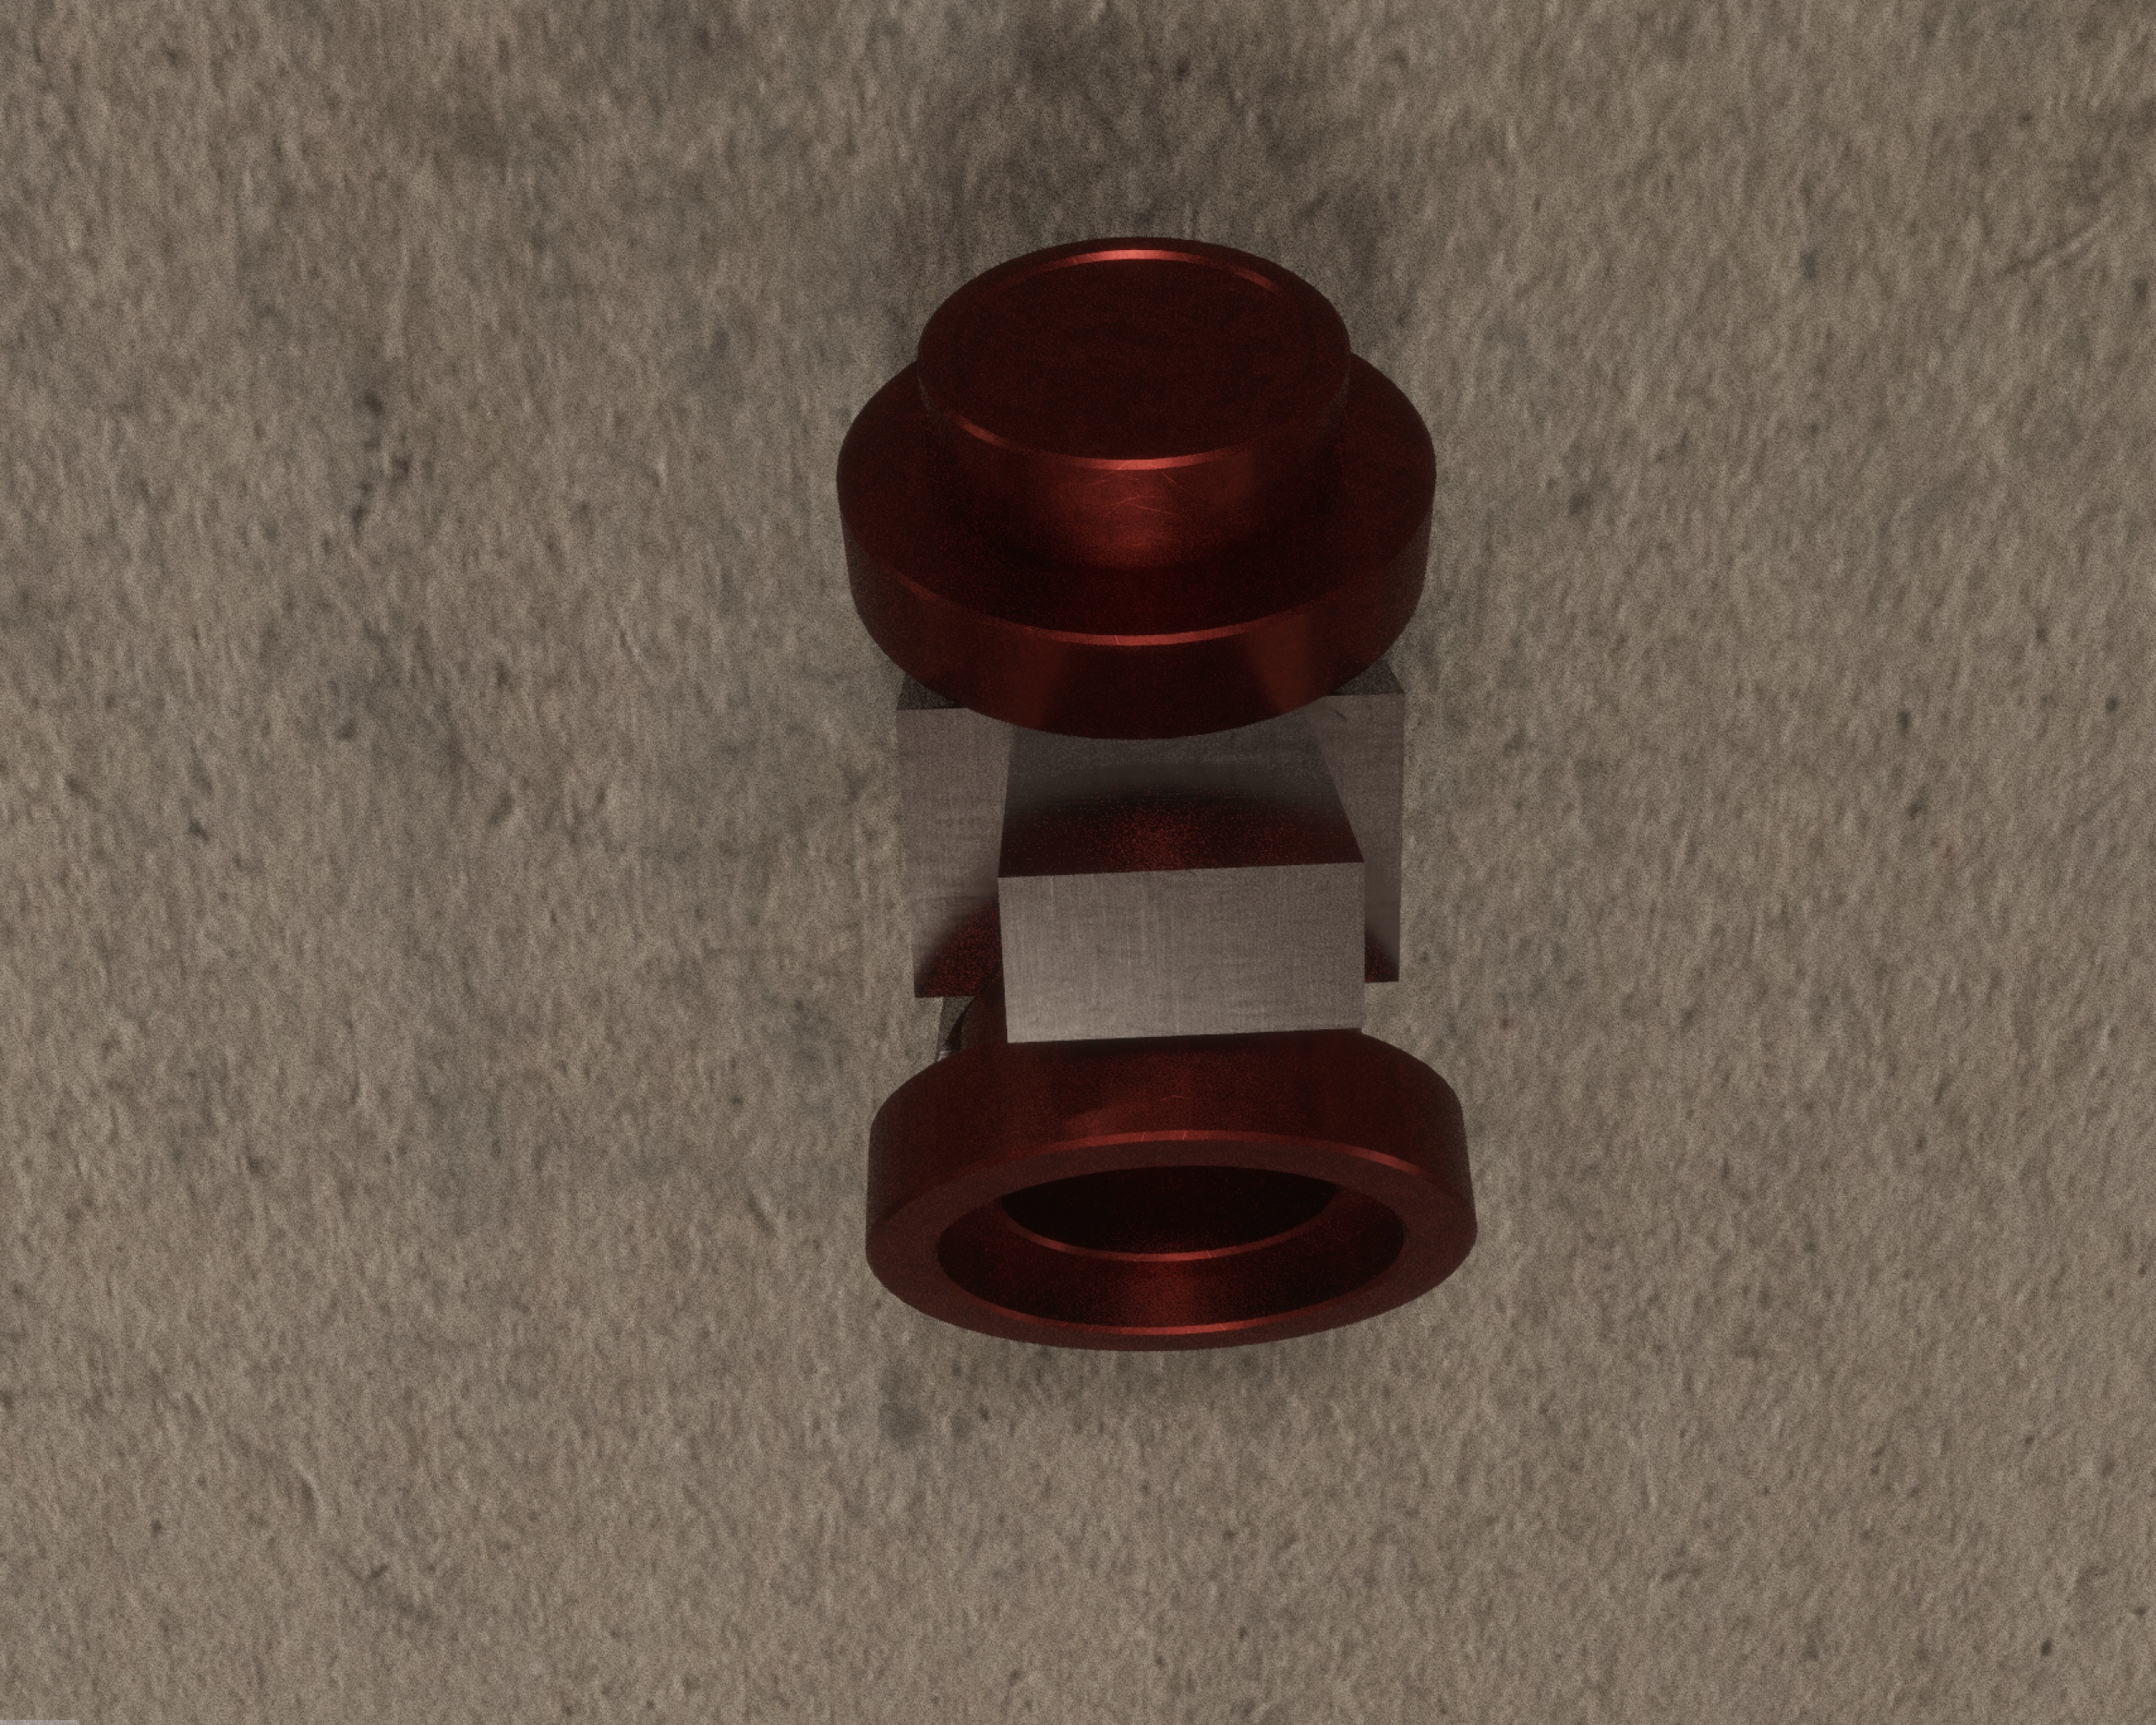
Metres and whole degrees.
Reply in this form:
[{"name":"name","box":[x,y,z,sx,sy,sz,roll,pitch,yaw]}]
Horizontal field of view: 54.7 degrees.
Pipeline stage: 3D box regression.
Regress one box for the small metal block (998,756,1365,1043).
[{"name":"small metal block","box":[0.015,0.004,0.313,0.050,0.050,0.025,-2,110,1]}]

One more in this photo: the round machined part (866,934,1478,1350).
[{"name":"round machined part","box":[0.015,0.046,0.349,0.099,0.042,0.098,-1,149,-1]}]

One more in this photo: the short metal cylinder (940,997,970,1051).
[{"name":"short metal cylinder","box":[0.012,0.039,0.413,0.081,0.050,0.079,0,110,-1]}]

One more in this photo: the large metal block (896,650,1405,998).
[{"name":"large metal block","box":[0.012,-0.016,0.375,0.081,0.080,0.050,-2,110,0]}]

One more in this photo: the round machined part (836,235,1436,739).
[{"name":"round machined part","box":[0.009,-0.068,0.343,0.099,0.098,0.042,-2,135,0]}]
